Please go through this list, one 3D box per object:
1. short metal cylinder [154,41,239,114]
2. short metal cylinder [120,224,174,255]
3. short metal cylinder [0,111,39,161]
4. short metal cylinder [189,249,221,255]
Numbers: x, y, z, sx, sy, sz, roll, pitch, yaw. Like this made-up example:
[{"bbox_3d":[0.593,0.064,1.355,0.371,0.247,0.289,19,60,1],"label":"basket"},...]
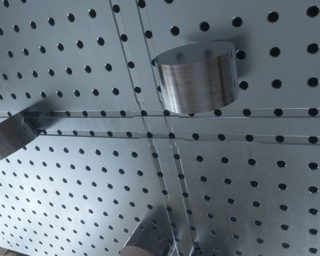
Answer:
[{"bbox_3d":[0.039,-0.055,0.321,0.080,0.080,0.050,1,119,27],"label":"short metal cylinder"},{"bbox_3d":[-0.021,0.215,0.540,0.080,0.050,0.079,13,124,21],"label":"short metal cylinder"},{"bbox_3d":[-0.252,0.013,0.517,0.080,0.080,0.050,-20,108,35],"label":"short metal cylinder"},{"bbox_3d":[0.076,0.249,0.509,0.080,0.050,0.079,13,124,21],"label":"short metal cylinder"}]
